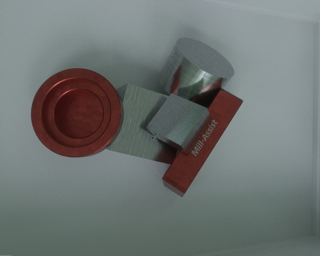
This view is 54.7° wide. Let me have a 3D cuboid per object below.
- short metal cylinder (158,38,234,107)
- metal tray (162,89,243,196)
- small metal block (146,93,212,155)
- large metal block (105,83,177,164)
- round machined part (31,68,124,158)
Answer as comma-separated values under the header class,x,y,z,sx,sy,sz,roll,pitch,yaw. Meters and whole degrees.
class,x,y,z,sx,sy,sz,roll,pitch,yaw
short metal cylinder,0.045,-0.069,0.391,0.081,0.080,0.050,17,129,-20
metal tray,0.052,0.023,0.393,0.030,0.090,0.130,32,78,10
small metal block,0.022,-0.005,0.350,0.050,0.050,0.025,-54,145,-12
large metal block,-0.019,-0.003,0.390,0.081,0.050,0.080,16,85,-20
round machined part,-0.090,-0.015,0.355,0.099,0.042,0.097,0,85,2
